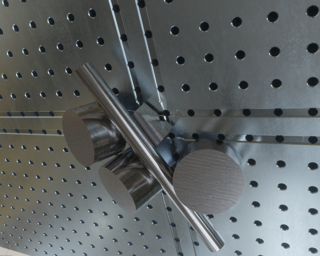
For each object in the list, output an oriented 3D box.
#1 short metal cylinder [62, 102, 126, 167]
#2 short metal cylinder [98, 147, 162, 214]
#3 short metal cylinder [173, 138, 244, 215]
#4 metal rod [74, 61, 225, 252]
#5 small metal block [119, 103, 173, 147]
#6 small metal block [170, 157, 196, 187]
[{"bbox_3d":[-0.091,0.006,0.424,0.080,0.050,0.079,26,127,40],"label":"short metal cylinder"},{"bbox_3d":[-0.042,0.074,0.441,0.080,0.050,0.079,35,144,30],"label":"short metal cylinder"},{"bbox_3d":[0.059,0.057,0.378,0.080,0.050,0.079,2,103,9],"label":"short metal cylinder"},{"bbox_3d":[-0.008,0.044,0.405,0.025,0.025,0.299,-28,103,37],"label":"metal rod"},{"bbox_3d":[-0.019,0.003,0.418,0.050,0.025,0.050,40,129,1],"label":"small metal block"},{"bbox_3d":[0.032,0.070,0.433,0.050,0.025,0.050,42,129,-1],"label":"small metal block"}]
